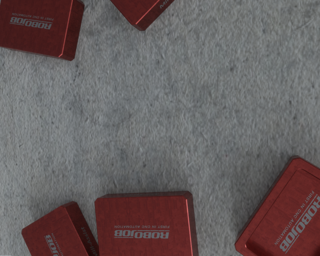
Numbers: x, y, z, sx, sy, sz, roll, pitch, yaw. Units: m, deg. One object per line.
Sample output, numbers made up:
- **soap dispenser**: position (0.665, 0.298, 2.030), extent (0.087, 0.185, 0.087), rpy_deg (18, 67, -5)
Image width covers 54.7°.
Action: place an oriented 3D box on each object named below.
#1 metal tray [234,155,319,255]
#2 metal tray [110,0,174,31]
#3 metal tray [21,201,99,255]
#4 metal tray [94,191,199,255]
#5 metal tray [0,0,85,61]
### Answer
- **metal tray**: position (0.157, 0.108, 0.350), extent (0.090, 0.030, 0.129), rpy_deg (33, 100, 16)
- **metal tray**: position (-0.010, -0.207, 0.409), extent (0.130, 0.030, 0.090), rpy_deg (-42, 77, 15)
- **metal tray**: position (-0.137, 0.186, 0.453), extent (0.090, 0.030, 0.130), rpy_deg (-33, 80, 16)
- **metal tray**: position (-0.019, 0.133, 0.412), extent (0.130, 0.030, 0.089), rpy_deg (-6, 88, 19)
- **metal tray**: position (-0.185, -0.158, 0.470), extent (0.130, 0.030, 0.089), rpy_deg (14, 94, 19)
